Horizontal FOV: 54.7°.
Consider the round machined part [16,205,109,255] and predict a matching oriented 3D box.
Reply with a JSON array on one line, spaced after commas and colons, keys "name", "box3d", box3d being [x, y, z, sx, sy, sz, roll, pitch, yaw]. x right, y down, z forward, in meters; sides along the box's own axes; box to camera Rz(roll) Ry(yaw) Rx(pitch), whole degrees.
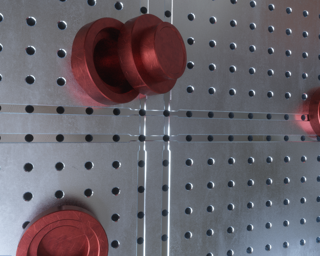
[{"name": "round machined part", "box3d": [-0.113, 0.139, 0.362, 0.099, 0.042, 0.097, 0, 90, -21]}]

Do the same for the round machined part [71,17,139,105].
[{"name": "round machined part", "box3d": [-0.064, -0.075, 0.365, 0.099, 0.042, 0.097, 9, 79, -53]}]

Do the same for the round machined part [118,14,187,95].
[{"name": "round machined part", "box3d": [-0.003, -0.090, 0.379, 0.099, 0.042, 0.097, 9, 79, -53]}]

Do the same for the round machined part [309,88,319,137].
[{"name": "round machined part", "box3d": [0.303, -0.026, 0.518, 0.099, 0.042, 0.097, 0, 90, -21]}]
